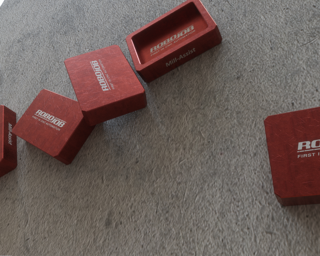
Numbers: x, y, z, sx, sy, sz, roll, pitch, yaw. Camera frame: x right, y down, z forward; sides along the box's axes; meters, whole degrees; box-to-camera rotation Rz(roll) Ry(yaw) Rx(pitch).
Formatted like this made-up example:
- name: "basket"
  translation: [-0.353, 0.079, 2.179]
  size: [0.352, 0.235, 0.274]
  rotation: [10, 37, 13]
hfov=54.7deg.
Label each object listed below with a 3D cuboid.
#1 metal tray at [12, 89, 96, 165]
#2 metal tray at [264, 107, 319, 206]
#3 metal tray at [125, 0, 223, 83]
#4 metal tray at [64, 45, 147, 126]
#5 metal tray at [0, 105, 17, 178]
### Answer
- name: "metal tray"
  translation: [-0.167, -0.006, 0.492]
  size: [0.130, 0.030, 0.090]
  rotation: [20, 72, 35]
- name: "metal tray"
  translation: [0.174, 0.022, 0.296]
  size: [0.130, 0.030, 0.090]
  rotation: [-11, 57, 22]
- name: "metal tray"
  translation: [0.017, -0.136, 0.474]
  size: [0.130, 0.030, 0.090]
  rotation: [-27, 52, 10]
- name: "metal tray"
  translation: [-0.084, -0.069, 0.467]
  size: [0.091, 0.030, 0.130]
  rotation: [-20, 51, -12]
- name: "metal tray"
  translation: [-0.295, 0.031, 0.536]
  size: [0.090, 0.030, 0.130]
  rotation: [-29, 52, 9]
